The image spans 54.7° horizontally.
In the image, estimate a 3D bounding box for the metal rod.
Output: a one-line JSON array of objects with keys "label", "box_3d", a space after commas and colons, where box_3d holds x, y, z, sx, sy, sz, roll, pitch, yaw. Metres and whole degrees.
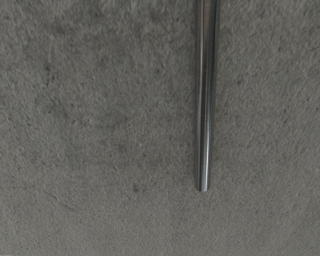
[{"label": "metal rod", "box_3d": [0.056, -0.024, 0.387, 0.025, 0.025, 0.298, -3, 130, 2]}]
